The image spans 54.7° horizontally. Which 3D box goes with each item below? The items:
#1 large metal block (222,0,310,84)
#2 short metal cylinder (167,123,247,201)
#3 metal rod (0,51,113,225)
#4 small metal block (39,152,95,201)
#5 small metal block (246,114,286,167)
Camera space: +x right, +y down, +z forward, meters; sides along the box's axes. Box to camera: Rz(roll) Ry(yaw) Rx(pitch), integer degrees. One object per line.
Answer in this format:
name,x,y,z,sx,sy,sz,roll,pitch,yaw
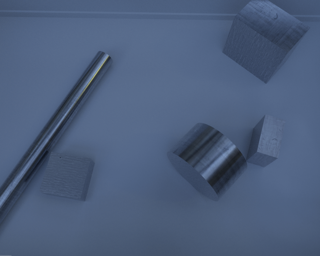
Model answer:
large metal block,0.141,-0.119,0.426,0.080,0.080,0.050,40,75,13
short metal cylinder,0.055,0.040,0.367,0.080,0.080,0.050,42,75,13
metal rod,-0.151,0.021,0.399,0.025,0.025,0.300,27,72,9
small metal block,-0.114,0.061,0.386,0.050,0.025,0.050,10,70,3
small metal block,0.133,0.017,0.392,0.025,0.050,0.050,17,71,6
